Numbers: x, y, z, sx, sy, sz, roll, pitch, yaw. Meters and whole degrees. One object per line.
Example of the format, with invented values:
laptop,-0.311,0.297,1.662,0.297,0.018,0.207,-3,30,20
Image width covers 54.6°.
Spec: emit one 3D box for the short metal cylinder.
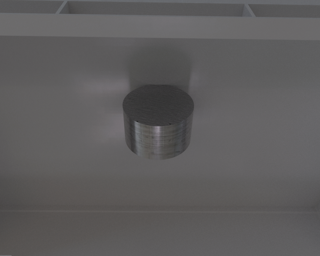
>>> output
short metal cylinder,-0.002,-0.009,0.365,0.080,0.080,0.050,1,130,-1
